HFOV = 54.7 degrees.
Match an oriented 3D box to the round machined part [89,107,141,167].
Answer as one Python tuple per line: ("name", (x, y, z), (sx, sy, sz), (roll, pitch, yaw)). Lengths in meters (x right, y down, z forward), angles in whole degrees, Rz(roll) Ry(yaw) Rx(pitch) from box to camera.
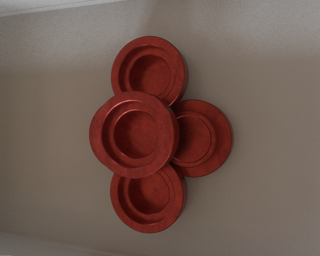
("round machined part", (-0.054, 0.009, 0.418), (0.098, 0.042, 0.097), (0, 90, 19))

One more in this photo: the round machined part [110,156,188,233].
("round machined part", (-0.011, 0.082, 0.402), (0.098, 0.042, 0.097), (0, 90, 19))

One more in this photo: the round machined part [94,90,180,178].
("round machined part", (-0.024, 0.007, 0.362), (0.098, 0.042, 0.097), (0, 90, 19))

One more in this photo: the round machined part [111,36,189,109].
("round machined part", (-0.010, -0.065, 0.402), (0.098, 0.042, 0.097), (0, 90, 19))

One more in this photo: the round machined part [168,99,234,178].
("round machined part", (0.039, 0.013, 0.384), (0.098, 0.042, 0.097), (0, 90, 19))
